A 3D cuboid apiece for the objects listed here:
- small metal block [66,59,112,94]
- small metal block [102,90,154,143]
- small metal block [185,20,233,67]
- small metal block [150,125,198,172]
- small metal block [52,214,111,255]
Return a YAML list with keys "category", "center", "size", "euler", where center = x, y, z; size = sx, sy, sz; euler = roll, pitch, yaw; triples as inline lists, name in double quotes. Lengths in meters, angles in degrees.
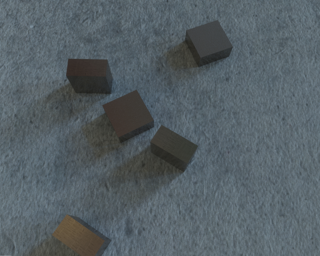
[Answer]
- category: "small metal block"
  center: [-0.093, -0.069, 0.419]
  size: [0.050, 0.050, 0.025]
  euler: [1, 70, 0]
- category: "small metal block"
  center: [-0.042, -0.016, 0.413]
  size: [0.050, 0.025, 0.050]
  euler: [-26, 72, -10]
- category: "small metal block"
  center: [0.071, -0.124, 0.454]
  size: [0.050, 0.025, 0.050]
  euler: [-20, 72, -8]
- category: "small metal block"
  center: [0.017, 0.027, 0.385]
  size: [0.050, 0.050, 0.025]
  euler: [30, 73, 10]
- category: "small metal block"
  center: [-0.086, 0.124, 0.349]
  size: [0.050, 0.050, 0.025]
  euler: [31, 73, 10]
